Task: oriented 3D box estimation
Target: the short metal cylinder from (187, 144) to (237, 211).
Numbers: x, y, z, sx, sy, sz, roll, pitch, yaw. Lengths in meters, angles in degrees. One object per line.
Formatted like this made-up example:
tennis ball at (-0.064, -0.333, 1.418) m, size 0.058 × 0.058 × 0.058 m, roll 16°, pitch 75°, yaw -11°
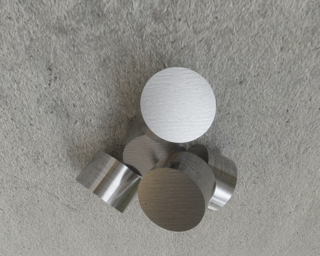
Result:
short metal cylinder at (0.060, 0.069, 0.431) m, size 0.050 × 0.080 × 0.080 m, roll 28°, pitch 125°, yaw -22°

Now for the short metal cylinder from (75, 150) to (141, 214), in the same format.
short metal cylinder at (-0.069, 0.074, 0.427) m, size 0.080 × 0.050 × 0.080 m, roll 33°, pitch 164°, yaw 11°

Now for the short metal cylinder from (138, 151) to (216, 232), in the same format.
short metal cylinder at (0.021, 0.074, 0.367) m, size 0.080 × 0.050 × 0.079 m, roll 7°, pitch 110°, yaw 21°

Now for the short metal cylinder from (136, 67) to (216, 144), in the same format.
short metal cylinder at (0.015, -0.022, 0.346) m, size 0.081 × 0.080 × 0.050 m, roll 10°, pitch 173°, yaw -9°

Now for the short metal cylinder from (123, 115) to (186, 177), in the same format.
short metal cylinder at (-0.007, 0.021, 0.410) m, size 0.081 × 0.050 × 0.079 m, roll -1°, pitch 130°, yaw 0°
